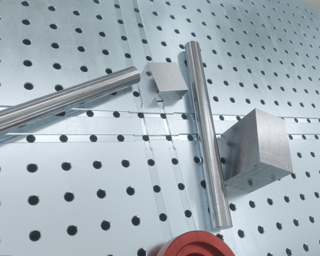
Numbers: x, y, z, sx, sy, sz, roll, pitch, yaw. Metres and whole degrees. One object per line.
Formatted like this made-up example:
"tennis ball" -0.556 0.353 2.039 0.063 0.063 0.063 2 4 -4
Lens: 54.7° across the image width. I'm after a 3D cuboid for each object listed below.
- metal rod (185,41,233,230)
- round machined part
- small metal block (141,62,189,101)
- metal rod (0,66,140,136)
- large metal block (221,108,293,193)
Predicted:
"metal rod" 0.065 -0.008 0.450 0.025 0.025 0.299 9 58 -24
"round machined part" 0.035 0.161 0.320 0.099 0.042 0.098 14 56 -21
"small metal block" 0.007 -0.069 0.455 0.050 0.025 0.050 -8 66 -32
"metal rod" -0.141 -0.018 0.343 0.302 0.025 0.025 -28 78 -38
"large metal block" 0.127 0.033 0.424 0.050 0.080 0.080 19 54 -18
